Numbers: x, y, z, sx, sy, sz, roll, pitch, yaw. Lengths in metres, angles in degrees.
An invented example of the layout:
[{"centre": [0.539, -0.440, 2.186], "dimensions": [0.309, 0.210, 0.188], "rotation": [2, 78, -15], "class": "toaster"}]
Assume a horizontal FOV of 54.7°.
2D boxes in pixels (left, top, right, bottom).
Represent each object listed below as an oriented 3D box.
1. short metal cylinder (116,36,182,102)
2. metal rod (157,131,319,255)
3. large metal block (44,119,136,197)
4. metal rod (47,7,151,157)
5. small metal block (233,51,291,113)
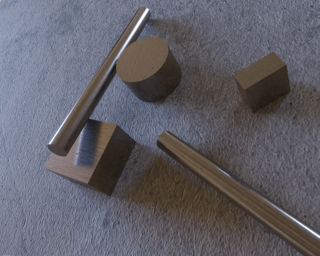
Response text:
[{"centre": [-0.015, -0.084, 0.446], "dimensions": [0.080, 0.050, 0.080], "rotation": [-13, 56, 20], "class": "short metal cylinder"}, {"centre": [0.103, 0.081, 0.299], "dimensions": [0.300, 0.025, 0.025], "rotation": [34, 81, 38], "class": "metal rod"}, {"centre": [-0.091, 0.035, 0.412], "dimensions": [0.080, 0.050, 0.080], "rotation": [11, 67, 32], "class": "large metal block"}, {"centre": [-0.075, -0.087, 0.454], "dimensions": [0.025, 0.025, 0.300], "rotation": [1, 49, 28], "class": "metal rod"}, {"centre": [0.118, -0.051, 0.357], "dimensions": [0.050, 0.050, 0.025], "rotation": [-32, 52, 7], "class": "small metal block"}]
